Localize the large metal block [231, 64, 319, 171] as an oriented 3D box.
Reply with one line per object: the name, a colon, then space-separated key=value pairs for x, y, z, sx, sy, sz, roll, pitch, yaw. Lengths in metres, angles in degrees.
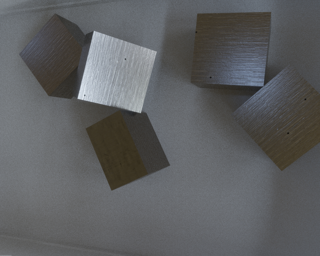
large metal block: x=0.140 y=-0.011 z=0.348 sx=0.080 sy=0.050 sz=0.080 roll=-43 pitch=77 yaw=15

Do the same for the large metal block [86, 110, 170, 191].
large metal block: x=-0.037 y=0.026 z=0.393 sx=0.050 sy=0.080 sz=0.080 roll=-27 pitch=81 yaw=18

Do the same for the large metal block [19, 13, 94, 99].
large metal block: x=-0.139 y=-0.100 z=0.445 sx=0.080 sy=0.050 sz=0.080 roll=-41 pitch=77 yaw=15

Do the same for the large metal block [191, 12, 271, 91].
large metal block: x=0.085 y=-0.088 z=0.367 sx=0.080 sy=0.050 sz=0.079 roll=6 pitch=92 yaw=19

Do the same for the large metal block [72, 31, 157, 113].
large metal block: x=-0.060 y=-0.069 z=0.395 sx=0.081 sy=0.050 sz=0.079 roll=12 pitch=96 yaw=-26
